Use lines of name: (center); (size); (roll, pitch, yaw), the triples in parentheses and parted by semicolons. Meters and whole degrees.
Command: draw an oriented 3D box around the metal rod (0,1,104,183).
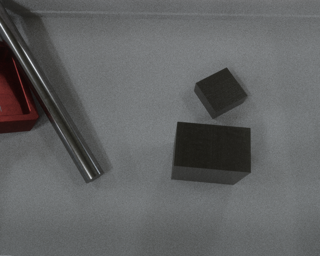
metal rod: (-0.162, -0.061, 0.411); (0.025, 0.025, 0.299); (-31, 80, -11)

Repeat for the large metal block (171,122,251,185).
large metal block: (0.057, 0.033, 0.369); (0.080, 0.080, 0.050); (5, 70, 1)

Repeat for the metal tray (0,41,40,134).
metal tray: (-0.221, -0.055, 0.398); (0.091, 0.030, 0.130); (-7, 64, -44)

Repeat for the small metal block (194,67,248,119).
small metal block: (0.083, -0.048, 0.428); (0.050, 0.025, 0.050); (-28, 73, -10)
